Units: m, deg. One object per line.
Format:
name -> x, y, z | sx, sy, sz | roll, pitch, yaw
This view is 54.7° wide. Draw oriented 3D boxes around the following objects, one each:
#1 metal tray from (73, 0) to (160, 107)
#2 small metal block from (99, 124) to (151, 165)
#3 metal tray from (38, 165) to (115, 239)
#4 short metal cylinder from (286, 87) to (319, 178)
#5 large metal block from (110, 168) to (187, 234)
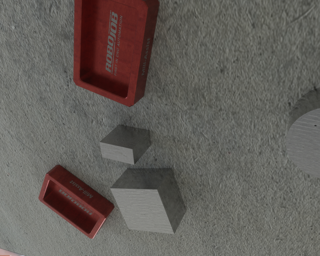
metal tray -> -0.057, -0.099, 0.372 | 0.090, 0.030, 0.129 | 23, 127, 14
small metal block -> -0.047, 0.022, 0.429 | 0.050, 0.050, 0.025 | 10, 123, 22
metal tray -> -0.156, 0.137, 0.570 | 0.130, 0.030, 0.089 | 35, 129, 4
short metal cylinder -> 0.169, 0.004, 0.304 | 0.080, 0.050, 0.079 | 13, 124, 21
large metal block -> -0.016, 0.108, 0.466 | 0.080, 0.050, 0.080 | -5, 116, 30
